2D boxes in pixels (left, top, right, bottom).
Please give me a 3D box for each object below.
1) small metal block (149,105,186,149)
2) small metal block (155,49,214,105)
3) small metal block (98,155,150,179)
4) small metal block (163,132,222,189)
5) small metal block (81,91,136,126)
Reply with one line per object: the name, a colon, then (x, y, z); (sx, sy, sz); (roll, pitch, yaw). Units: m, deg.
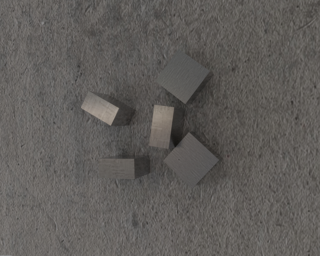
small metal block: (0.010, -0.002, 0.392); (0.025, 0.050, 0.050); (9, 93, 20)
small metal block: (0.032, -0.065, 0.398); (0.050, 0.025, 0.050); (40, 102, 15)
small metal block: (-0.046, 0.051, 0.412); (0.050, 0.050, 0.025); (-2, 90, 20)
small metal block: (0.042, 0.040, 0.394); (0.050, 0.025, 0.050); (44, 104, 14)
small metal block: (-0.069, -0.026, 0.420); (0.050, 0.050, 0.025); (30, 100, 17)
